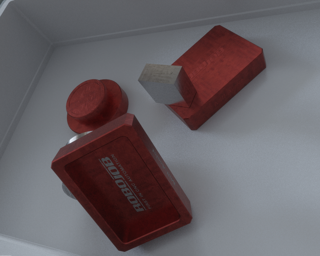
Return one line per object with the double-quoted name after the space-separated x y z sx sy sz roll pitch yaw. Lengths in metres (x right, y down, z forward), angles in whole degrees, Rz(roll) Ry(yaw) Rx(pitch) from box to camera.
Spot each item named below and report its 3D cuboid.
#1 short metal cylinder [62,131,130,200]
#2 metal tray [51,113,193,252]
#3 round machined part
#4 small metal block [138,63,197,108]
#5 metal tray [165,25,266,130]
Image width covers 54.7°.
-0.075 0.048 0.376 0.080 0.080 0.050 -24 48 13 "short metal cylinder"
-0.035 0.060 0.321 0.090 0.130 0.030 -28 21 11 "metal tray"
-0.101 -0.034 0.467 0.098 0.042 0.098 -13 56 20 "round machined part"
0.010 -0.051 0.376 0.050 0.050 0.025 12 68 33 "small metal block"
0.061 -0.070 0.412 0.130 0.030 0.090 -42 51 -1 "metal tray"
